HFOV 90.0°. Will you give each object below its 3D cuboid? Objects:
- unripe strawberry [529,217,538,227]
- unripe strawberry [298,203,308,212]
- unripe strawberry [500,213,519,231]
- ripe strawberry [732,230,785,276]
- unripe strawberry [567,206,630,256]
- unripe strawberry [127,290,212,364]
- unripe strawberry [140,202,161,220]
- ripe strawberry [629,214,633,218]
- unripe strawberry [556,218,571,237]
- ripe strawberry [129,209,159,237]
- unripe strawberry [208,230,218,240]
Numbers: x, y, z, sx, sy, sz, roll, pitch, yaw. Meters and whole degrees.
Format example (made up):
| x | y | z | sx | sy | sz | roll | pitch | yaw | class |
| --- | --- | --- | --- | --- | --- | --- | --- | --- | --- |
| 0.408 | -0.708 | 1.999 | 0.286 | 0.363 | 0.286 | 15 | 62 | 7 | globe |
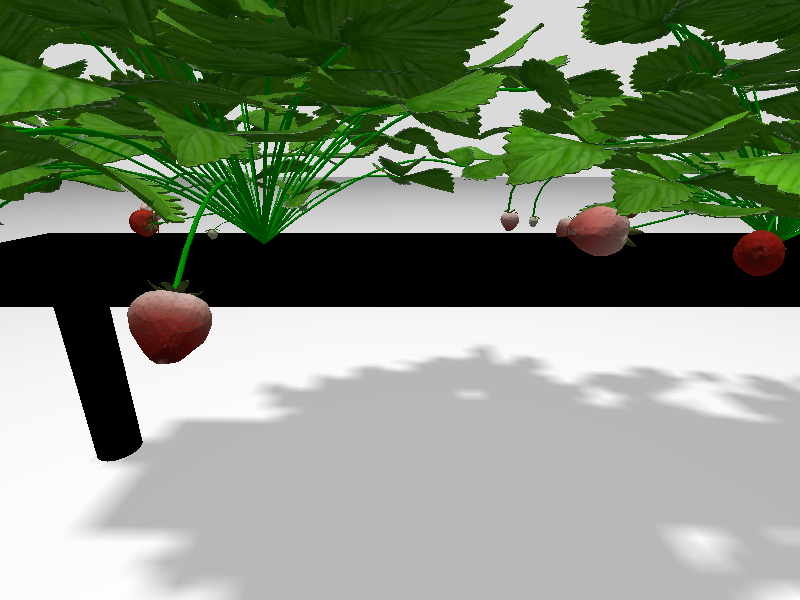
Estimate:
| x | y | z | sx | sy | sz | roll | pitch | yaw | class |
| --- | --- | --- | --- | --- | --- | --- | --- | --- | --- |
| 0.150 | -0.088 | 0.451 | 0.010 | 0.011 | 0.011 | 11 | 21 | 29 | unripe strawberry |
| -0.136 | -0.130 | 0.561 | 0.013 | 0.012 | 0.012 | -1 | 19 | -4 | unripe strawberry |
| 0.118 | -0.084 | 0.430 | 0.019 | 0.020 | 0.018 | 7 | 20 | 21 | unripe strawberry |
| 0.219 | -0.028 | 0.245 | 0.027 | 0.028 | 0.024 | -18 | 26 | -41 | ripe strawberry |
| 0.144 | -0.051 | 0.296 | 0.038 | 0.037 | 0.042 | -6 | 19 | -15 | unripe strawberry |
| -0.081 | 0.010 | 0.141 | 0.026 | 0.026 | 0.023 | -3 | -31 | -9 | unripe strawberry |
| -0.307 | -0.109 | 0.495 | 0.027 | 0.026 | 0.024 | -17 | 3 | 43 | unripe strawberry |
| 0.296 | -0.125 | 0.520 | 0.032 | 0.036 | 0.034 | -3 | 18 | -10 | ripe strawberry |
| 0.158 | -0.068 | 0.385 | 0.019 | 0.019 | 0.018 | -43 | 5 | 21 | unripe strawberry |
| -0.252 | -0.075 | 0.392 | 0.027 | 0.026 | 0.025 | 6 | 19 | 18 | ripe strawberry |
| -0.180 | -0.063 | 0.385 | 0.010 | 0.010 | 0.009 | 10 | 21 | 28 | unripe strawberry |
